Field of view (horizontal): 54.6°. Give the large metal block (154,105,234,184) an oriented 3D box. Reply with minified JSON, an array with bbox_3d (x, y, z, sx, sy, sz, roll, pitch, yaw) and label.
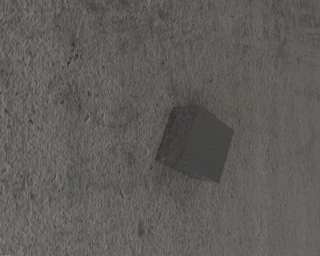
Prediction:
[{"bbox_3d":[0.050,0.023,0.429,0.080,0.050,0.080,31,71,-36],"label":"large metal block"}]
